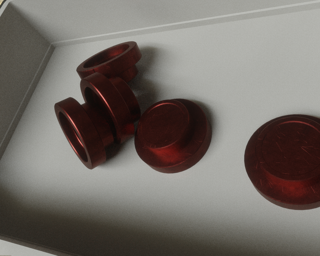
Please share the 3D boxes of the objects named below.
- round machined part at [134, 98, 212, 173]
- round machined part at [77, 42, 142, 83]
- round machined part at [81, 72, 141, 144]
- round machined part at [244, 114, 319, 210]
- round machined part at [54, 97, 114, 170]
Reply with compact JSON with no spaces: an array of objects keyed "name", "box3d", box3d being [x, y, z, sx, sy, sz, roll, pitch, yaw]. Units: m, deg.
[{"name":"round machined part","box3d":[0.011,0.003,0.386,0.098,0.042,0.098,-13,56,20]},{"name":"round machined part","box3d":[-0.072,-0.091,0.470,0.098,0.042,0.098,-19,28,11]},{"name":"round machined part","box3d":[-0.062,-0.030,0.414,0.042,0.097,0.098,-32,48,-23]},{"name":"round machined part","box3d":[0.133,0.028,0.308,0.098,0.042,0.098,-13,56,20]},{"name":"round machined part","box3d":[-0.097,0.003,0.413,0.042,0.097,0.098,-30,47,-25]}]
